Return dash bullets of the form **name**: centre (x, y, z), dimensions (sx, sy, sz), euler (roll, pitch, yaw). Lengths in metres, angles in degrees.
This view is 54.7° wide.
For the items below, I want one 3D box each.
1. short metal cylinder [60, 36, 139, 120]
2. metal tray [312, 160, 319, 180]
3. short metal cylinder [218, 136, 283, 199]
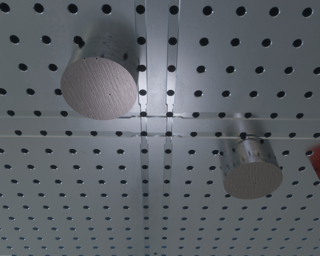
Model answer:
- **short metal cylinder**: centre (-0.064, -0.055, 0.347), dimensions (0.081, 0.050, 0.079), euler (0, 130, 0)
- **metal tray**: centre (0.308, 0.084, 0.483), dimensions (0.090, 0.030, 0.130), euler (-29, 125, 22)
- **short metal cylinder**: centre (0.128, 0.058, 0.446), dimensions (0.081, 0.050, 0.079), euler (0, 130, 0)
